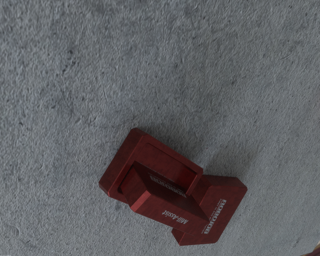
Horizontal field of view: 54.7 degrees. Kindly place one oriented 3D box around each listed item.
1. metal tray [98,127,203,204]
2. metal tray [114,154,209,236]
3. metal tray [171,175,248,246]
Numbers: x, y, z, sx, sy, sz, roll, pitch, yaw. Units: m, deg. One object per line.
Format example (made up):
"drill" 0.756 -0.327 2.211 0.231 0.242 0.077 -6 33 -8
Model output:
"metal tray" -0.007 0.068 0.426 0.130 0.030 0.090 34 85 -38
"metal tray" 0.001 0.089 0.419 0.030 0.090 0.130 -49 129 8
"metal tray" 0.086 0.145 0.540 0.091 0.030 0.129 10 113 -33
